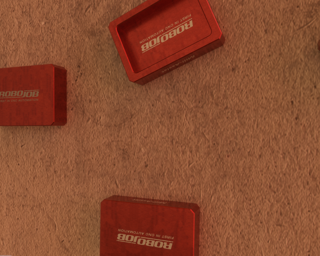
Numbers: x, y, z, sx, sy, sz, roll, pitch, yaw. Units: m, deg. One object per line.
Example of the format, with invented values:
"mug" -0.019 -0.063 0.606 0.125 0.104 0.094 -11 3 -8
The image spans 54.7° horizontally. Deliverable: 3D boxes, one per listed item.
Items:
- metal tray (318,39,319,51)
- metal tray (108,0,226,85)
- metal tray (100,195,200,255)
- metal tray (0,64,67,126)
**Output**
"metal tray" 0.247 -0.110 0.319 0.090 0.030 0.130 46 104 14
"metal tray" 0.007 -0.123 0.403 0.130 0.030 0.090 -24 82 18
"metal tray" -0.015 0.142 0.412 0.130 0.030 0.089 1 90 19
"metal tray" -0.208 -0.048 0.480 0.130 0.030 0.089 0 90 19
